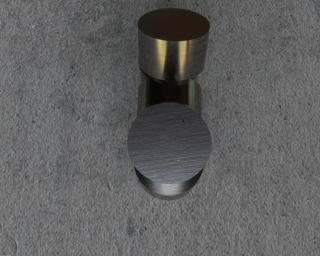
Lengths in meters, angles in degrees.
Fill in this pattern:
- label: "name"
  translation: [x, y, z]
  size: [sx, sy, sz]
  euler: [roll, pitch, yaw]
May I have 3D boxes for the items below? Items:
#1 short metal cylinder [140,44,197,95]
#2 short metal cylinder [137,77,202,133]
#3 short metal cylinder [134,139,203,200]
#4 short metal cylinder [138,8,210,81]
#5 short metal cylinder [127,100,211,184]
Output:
- label: "short metal cylinder"
  translation: [0.013, -0.081, 0.426]
  size: [0.081, 0.050, 0.080]
  euler: [0, 70, 0]
- label: "short metal cylinder"
  translation: [0.012, -0.025, 0.390]
  size: [0.080, 0.080, 0.050]
  euler: [1, 70, 0]
- label: "short metal cylinder"
  translation: [0.010, 0.046, 0.380]
  size: [0.081, 0.050, 0.080]
  euler: [0, 70, 0]
- label: "short metal cylinder"
  translation: [0.015, -0.099, 0.364]
  size: [0.081, 0.050, 0.080]
  euler: [1, 45, -1]
- label: "short metal cylinder"
  translation: [0.009, 0.012, 0.321]
  size: [0.080, 0.050, 0.079]
  euler: [0, 98, 1]
